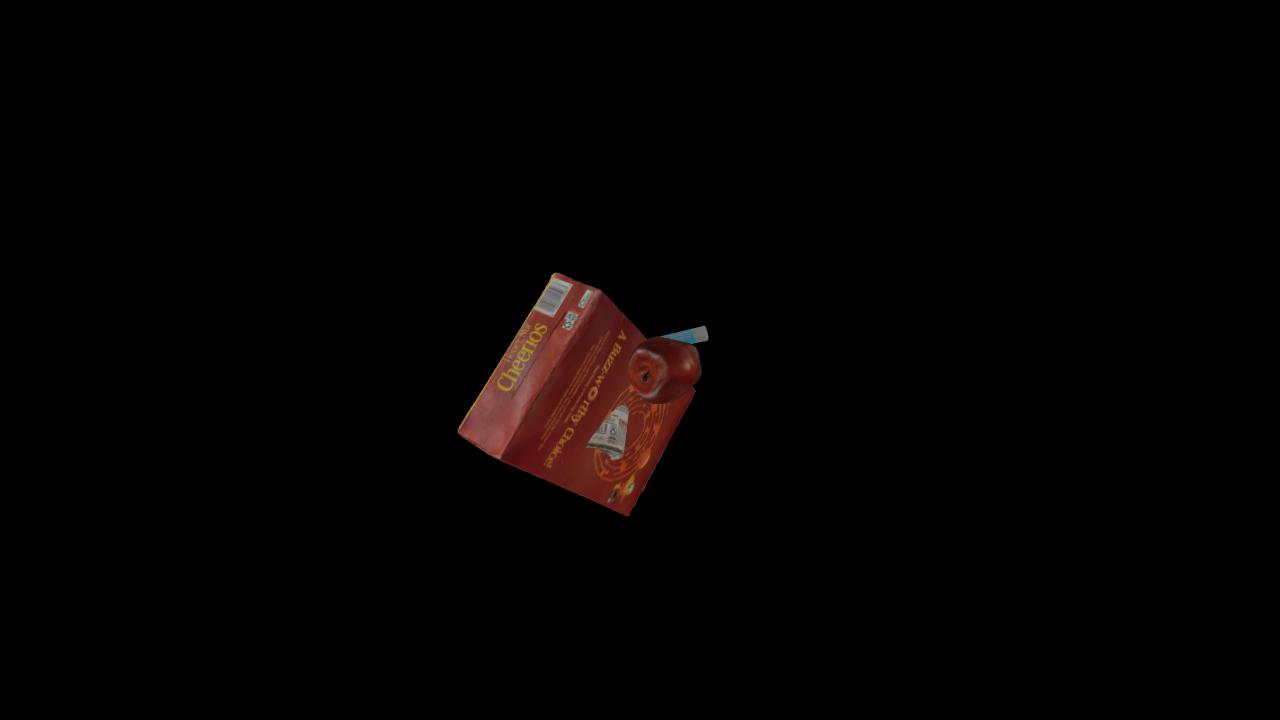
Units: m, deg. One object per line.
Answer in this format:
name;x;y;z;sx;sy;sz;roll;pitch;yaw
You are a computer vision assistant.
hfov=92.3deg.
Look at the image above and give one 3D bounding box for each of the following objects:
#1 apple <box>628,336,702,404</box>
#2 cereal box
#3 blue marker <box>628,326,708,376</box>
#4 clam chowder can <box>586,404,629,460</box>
apple;0.030;0.012;0.717;0.079;0.079;0.093;0;10;39
cereal box;-0.054;0.060;0.750;0.081;0.203;0.306;23;-11;32
blue marker;0.025;-0.020;0.766;0.121;0.020;0.020;-13;-3;15
clam chowder can;-0.046;0.063;0.737;0.068;0.102;0.068;5;-21;2
